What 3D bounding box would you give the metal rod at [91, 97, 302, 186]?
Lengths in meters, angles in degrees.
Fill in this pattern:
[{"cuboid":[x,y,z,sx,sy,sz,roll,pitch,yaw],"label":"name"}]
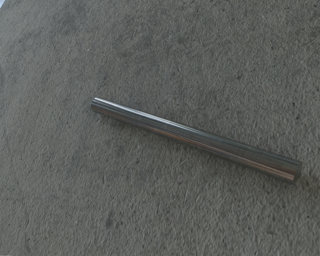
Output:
[{"cuboid":[0.020,0.005,0.391,0.300,0.025,0.025,19,72,35],"label":"metal rod"}]
